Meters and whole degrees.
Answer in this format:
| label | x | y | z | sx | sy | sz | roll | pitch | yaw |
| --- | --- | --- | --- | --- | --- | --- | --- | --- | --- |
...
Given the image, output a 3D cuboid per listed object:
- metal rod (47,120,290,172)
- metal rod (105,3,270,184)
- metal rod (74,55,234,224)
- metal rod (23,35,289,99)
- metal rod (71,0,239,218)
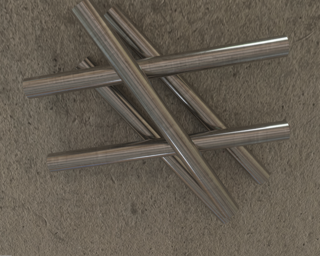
| label | x | y | z | sx | sy | sz | roll | pitch | yaw |
| --- | --- | --- | --- | --- | --- | --- | --- | --- | --- |
| metal rod | 0.009 | 0.024 | 0.394 | 0.302 | 0.025 | 0.025 | -8 | 110 | 2 |
| metal rod | 0.043 | -0.033 | 0.399 | 0.025 | 0.025 | 0.300 | -41 | 106 | 13 |
| metal rod | 0.002 | 0.026 | 0.420 | 0.025 | 0.025 | 0.300 | -39 | 106 | 13 |
| metal rod | -0.007 | -0.070 | 0.359 | 0.302 | 0.025 | 0.025 | -9 | 110 | 2 |
| metal rod | 0.006 | -0.009 | 0.355 | 0.025 | 0.025 | 0.299 | -33 | 107 | 11 |
